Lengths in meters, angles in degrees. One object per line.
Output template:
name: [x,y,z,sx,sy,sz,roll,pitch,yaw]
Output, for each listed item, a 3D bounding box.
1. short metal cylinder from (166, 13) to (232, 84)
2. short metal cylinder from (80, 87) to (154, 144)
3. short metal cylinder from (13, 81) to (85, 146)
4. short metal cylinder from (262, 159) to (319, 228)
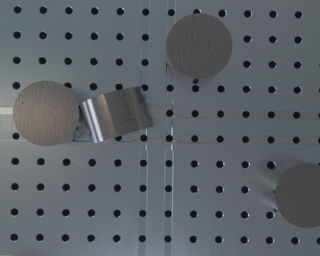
short metal cylinder: [0.048,-0.100,0.401,0.081,0.050,0.079,0,90,0]
short metal cylinder: [-0.053,-0.015,0.385,0.080,0.080,0.050,-17,90,0]
short metal cylinder: [-0.138,-0.018,0.400,0.081,0.050,0.079,0,90,0]
short metal cylinder: [0.180,0.082,0.402,0.081,0.050,0.079,0,90,0]
